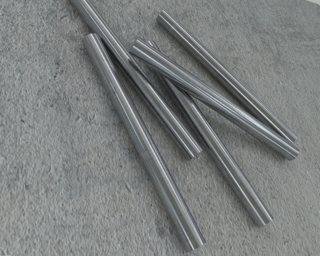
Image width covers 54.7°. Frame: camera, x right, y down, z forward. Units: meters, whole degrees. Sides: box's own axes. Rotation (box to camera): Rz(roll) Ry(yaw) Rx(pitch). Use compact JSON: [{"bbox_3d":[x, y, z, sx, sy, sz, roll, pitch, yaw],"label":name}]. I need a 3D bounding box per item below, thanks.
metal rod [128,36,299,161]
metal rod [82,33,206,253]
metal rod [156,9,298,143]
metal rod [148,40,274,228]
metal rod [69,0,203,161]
[{"bbox_3d":[0.088,-0.034,0.447,0.301,0.025,0.025,31,51,-18],"label":"metal rod"},{"bbox_3d":[-0.028,0.005,0.385,0.025,0.025,0.299,-17,71,-35],"label":"metal rod"},{"bbox_3d":[0.109,-0.084,0.512,0.300,0.025,0.025,45,51,3],"label":"metal rod"},{"bbox_3d":[0.059,-0.001,0.435,0.025,0.025,0.299,-23,74,-36],"label":"metal rod"},{"bbox_3d":[-0.041,-0.082,0.431,0.025,0.025,0.299,-29,78,-37],"label":"metal rod"}]
